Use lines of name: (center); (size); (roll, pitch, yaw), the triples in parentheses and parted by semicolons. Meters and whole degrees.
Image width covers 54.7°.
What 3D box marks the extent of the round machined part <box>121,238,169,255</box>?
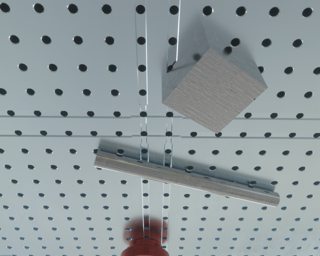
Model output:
round machined part: (-0.030, 0.258, 0.620); (0.099, 0.042, 0.097); (0, 130, 0)

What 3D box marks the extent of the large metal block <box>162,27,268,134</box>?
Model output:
large metal block: (0.058, -0.051, 0.352); (0.080, 0.050, 0.080); (28, 125, -22)

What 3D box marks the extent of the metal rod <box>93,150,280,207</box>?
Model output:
metal rod: (0.049, 0.081, 0.481); (0.302, 0.025, 0.025); (15, 129, -13)
